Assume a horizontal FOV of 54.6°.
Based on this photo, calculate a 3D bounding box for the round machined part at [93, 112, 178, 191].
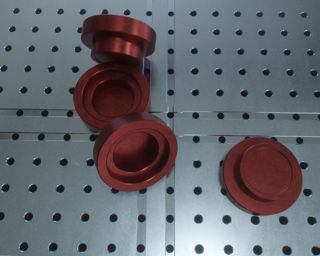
[{"bbox_3d":[-0.032,0.025,0.374,0.098,0.098,0.042,-27,35,-9],"label":"round machined part"}]

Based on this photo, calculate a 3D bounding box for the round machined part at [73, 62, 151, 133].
[{"bbox_3d":[-0.062,-0.036,0.416,0.099,0.042,0.098,0,70,0],"label":"round machined part"}]

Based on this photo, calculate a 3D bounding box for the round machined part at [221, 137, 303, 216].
[{"bbox_3d":[0.127,0.057,0.383,0.099,0.042,0.098,0,70,0],"label":"round machined part"}]

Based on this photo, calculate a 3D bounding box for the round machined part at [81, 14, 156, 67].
[{"bbox_3d":[-0.056,-0.109,0.414,0.098,0.098,0.042,6,84,2],"label":"round machined part"}]
